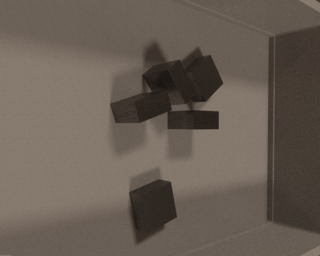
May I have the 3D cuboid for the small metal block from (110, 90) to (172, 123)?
[{"bbox_3d":[-0.023,-0.025,0.373,0.050,0.050,0.025,-24,105,-38],"label":"small metal block"}]

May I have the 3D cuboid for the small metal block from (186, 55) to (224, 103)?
[{"bbox_3d":[0.062,-0.073,0.461,0.050,0.025,0.050,-45,117,-31],"label":"small metal block"}]

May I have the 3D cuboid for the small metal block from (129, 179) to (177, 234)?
[{"bbox_3d":[-0.008,0.100,0.402,0.050,0.025,0.050,-17,101,-39],"label":"small metal block"}]

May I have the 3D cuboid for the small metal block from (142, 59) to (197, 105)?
[{"bbox_3d":[0.012,-0.057,0.402,0.025,0.050,0.050,-45,118,-31],"label":"small metal block"}]

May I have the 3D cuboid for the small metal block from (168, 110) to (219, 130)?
[{"bbox_3d":[0.046,-0.011,0.431,0.050,0.050,0.025,0,91,-40],"label":"small metal block"}]
